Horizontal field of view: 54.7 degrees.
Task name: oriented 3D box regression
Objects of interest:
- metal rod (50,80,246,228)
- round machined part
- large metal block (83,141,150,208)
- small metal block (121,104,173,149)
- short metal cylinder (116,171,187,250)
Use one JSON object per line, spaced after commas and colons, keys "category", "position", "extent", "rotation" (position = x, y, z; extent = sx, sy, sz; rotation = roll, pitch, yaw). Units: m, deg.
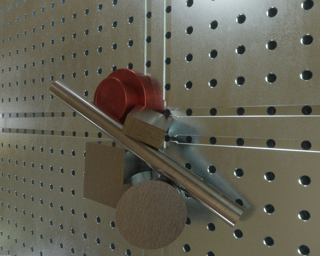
{"category": "metal rod", "position": [-0.031, 0.020, 0.390], "extent": [0.300, 0.025, 0.025], "rotation": [34, 111, 21]}
{"category": "round machined part", "position": [-0.057, -0.037, 0.443], "extent": [0.098, 0.042, 0.097], "rotation": [0, 90, 39]}
{"category": "large metal block", "position": [-0.061, 0.063, 0.438], "extent": [0.080, 0.050, 0.079], "rotation": [6, 94, 39]}
{"category": "small metal block", "position": [-0.015, -0.004, 0.391], "extent": [0.050, 0.050, 0.025], "rotation": [23, 111, 2]}
{"category": "short metal cylinder", "position": [-0.011, 0.096, 0.373], "extent": [0.081, 0.050, 0.079], "rotation": [0, 94, -5]}
